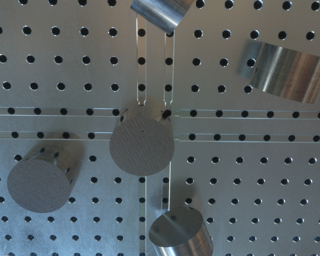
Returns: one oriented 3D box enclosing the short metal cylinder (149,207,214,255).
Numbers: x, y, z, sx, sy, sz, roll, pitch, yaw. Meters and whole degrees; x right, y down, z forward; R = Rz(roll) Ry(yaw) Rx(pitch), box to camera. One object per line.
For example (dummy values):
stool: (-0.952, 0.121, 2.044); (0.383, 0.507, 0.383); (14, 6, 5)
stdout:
short metal cylinder: (0.030, 0.159, 0.443); (0.080, 0.080, 0.050); (-19, 109, 6)

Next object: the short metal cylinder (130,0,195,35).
short metal cylinder: (0.011, -0.148, 0.330); (0.050, 0.080, 0.080); (32, 107, -11)

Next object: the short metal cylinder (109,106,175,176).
short metal cylinder: (-0.022, 0.016, 0.406); (0.081, 0.050, 0.079); (0, 110, -1)

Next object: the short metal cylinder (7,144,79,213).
short metal cylinder: (-0.157, 0.068, 0.423); (0.081, 0.050, 0.079); (0, 110, -1)

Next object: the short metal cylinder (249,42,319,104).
short metal cylinder: (0.152, -0.065, 0.362); (0.081, 0.080, 0.050); (12, 110, -5)
